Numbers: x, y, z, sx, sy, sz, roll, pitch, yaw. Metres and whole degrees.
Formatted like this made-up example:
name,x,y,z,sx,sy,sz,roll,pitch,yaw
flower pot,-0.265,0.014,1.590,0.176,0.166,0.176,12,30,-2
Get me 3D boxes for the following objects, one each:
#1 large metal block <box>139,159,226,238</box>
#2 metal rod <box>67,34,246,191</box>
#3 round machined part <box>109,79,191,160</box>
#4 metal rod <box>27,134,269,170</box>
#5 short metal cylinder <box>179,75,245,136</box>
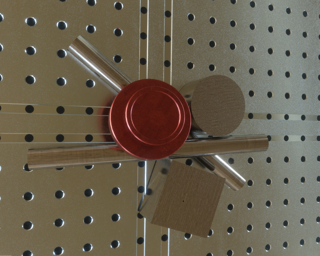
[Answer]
name,x,y,z,sx,sy,sz,roll,pitch,yaw
large metal block,0.029,0.089,0.409,0.080,0.050,0.080,21,83,-19
metal rod,0.006,-0.011,0.416,0.300,0.025,0.025,40,77,-16
round machined part,-0.009,-0.011,0.365,0.099,0.042,0.097,2,81,-14
metal rod,-0.004,0.028,0.392,0.302,0.025,0.025,-3,91,-13
short metal cylinder,0.068,-0.029,0.425,0.081,0.050,0.079,0,90,-21
